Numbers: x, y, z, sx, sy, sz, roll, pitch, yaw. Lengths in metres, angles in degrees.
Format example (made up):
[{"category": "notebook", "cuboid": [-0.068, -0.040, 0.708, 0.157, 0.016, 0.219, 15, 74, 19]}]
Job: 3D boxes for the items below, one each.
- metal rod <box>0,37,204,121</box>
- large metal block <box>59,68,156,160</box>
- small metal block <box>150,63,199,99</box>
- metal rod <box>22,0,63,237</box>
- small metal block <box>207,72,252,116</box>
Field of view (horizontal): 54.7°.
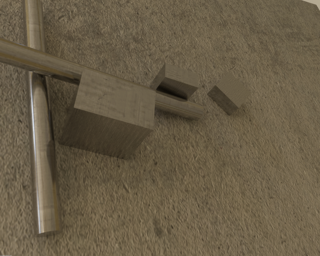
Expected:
[{"category": "metal rod", "cuboid": [-0.073, -0.056, 0.377, 0.302, 0.025, 0.025, 15, 55, -29]}, {"category": "large metal block", "cuboid": [-0.059, -0.011, 0.344, 0.081, 0.080, 0.050, 16, 55, -20]}, {"category": "small metal block", "cuboid": [0.019, -0.059, 0.436, 0.050, 0.050, 0.025, 15, 56, -21]}, {"category": "metal rod", "cuboid": [-0.137, -0.033, 0.350, 0.025, 0.025, 0.299, 0, 62, -29]}, {"category": "small metal block", "cuboid": [0.112, -0.056, 0.501, 0.050, 0.025, 0.050, 45, 51, 3]}]
